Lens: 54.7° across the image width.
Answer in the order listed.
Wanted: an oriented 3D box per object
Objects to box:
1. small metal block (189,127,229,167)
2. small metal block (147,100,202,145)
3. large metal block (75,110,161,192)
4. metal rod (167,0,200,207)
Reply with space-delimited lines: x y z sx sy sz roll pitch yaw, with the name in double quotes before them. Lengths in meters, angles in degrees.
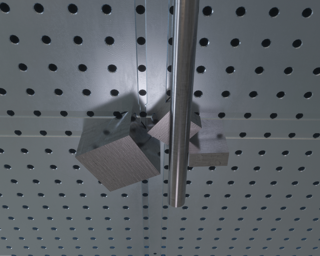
"small metal block" 0.063 0.025 0.417 0.050 0.050 0.025 -2 131 1
"small metal block" 0.018 -0.005 0.408 0.050 0.025 0.050 31 124 -24
"large metal block" -0.054 0.033 0.423 0.080 0.050 0.080 -22 127 17
"metal rod" 0.025 -0.023 0.362 0.025 0.025 0.298 0 121 -1
